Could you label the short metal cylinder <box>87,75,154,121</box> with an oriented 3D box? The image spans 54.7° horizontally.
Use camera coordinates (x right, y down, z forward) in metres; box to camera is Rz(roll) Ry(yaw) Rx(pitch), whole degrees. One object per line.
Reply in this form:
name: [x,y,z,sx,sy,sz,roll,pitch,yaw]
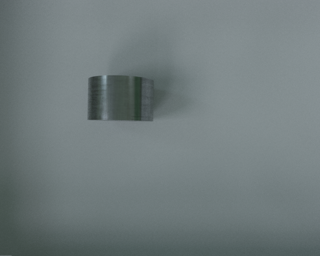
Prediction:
short metal cylinder: [-0.048,-0.034,0.383,0.081,0.080,0.050,1,90,-1]
